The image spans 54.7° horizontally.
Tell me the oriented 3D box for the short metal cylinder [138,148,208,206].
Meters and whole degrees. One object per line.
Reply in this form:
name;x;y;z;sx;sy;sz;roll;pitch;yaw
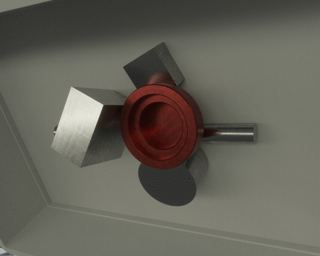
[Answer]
short metal cylinder;0.018;0.057;0.413;0.080;0.050;0.079;13;124;20

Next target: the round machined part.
round machined part;0.005;-0.004;0.364;0.098;0.042;0.097;6;104;27

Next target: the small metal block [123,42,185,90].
small metal block;-0.007;-0.066;0.369;0.050;0.025;0.050;-23;107;36

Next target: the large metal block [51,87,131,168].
large metal block;-0.078;-0.003;0.390;0.050;0.080;0.079;30;106;23

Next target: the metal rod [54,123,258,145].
metal rod;-0.025;0.006;0.420;0.300;0.025;0.025;0;119;27
